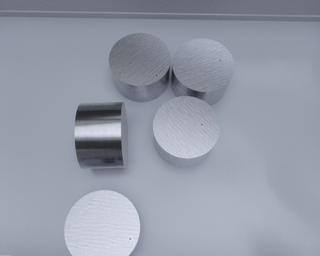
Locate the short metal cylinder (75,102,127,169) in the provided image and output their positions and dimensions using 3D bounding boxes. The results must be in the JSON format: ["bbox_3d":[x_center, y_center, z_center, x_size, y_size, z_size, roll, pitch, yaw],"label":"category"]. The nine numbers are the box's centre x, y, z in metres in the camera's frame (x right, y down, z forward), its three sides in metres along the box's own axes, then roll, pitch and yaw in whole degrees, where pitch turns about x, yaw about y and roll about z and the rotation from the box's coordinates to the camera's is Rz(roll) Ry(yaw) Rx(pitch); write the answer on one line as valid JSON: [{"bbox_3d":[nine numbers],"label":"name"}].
[{"bbox_3d":[-0.068,0.009,0.376,0.050,0.080,0.080,-2,70,-1],"label":"short metal cylinder"}]

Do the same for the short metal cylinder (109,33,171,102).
[{"bbox_3d":[-0.026,-0.082,0.426,0.081,0.050,0.080,0,70,0],"label":"short metal cylinder"}]

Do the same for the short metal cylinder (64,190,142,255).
[{"bbox_3d":[-0.062,0.115,0.354,0.081,0.050,0.080,0,70,0],"label":"short metal cylinder"}]

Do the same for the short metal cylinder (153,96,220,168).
[{"bbox_3d":[0.032,0.006,0.395,0.081,0.050,0.080,0,70,0],"label":"short metal cylinder"}]

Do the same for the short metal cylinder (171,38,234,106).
[{"bbox_3d":[0.056,-0.074,0.424,0.081,0.050,0.080,0,70,0],"label":"short metal cylinder"}]
